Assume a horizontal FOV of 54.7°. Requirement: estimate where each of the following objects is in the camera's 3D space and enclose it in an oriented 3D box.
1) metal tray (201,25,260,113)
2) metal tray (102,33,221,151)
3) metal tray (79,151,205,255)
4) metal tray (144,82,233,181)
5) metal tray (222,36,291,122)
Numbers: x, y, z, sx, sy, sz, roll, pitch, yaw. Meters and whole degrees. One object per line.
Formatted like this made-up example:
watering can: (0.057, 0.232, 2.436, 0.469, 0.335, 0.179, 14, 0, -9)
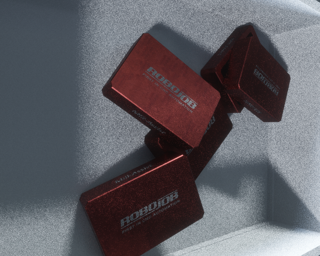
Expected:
metal tray: (0.130, -0.098, 0.514, 0.130, 0.030, 0.090, -51, 120, -28)
metal tray: (0.006, -0.043, 0.384, 0.130, 0.030, 0.090, 36, 63, -17)
metal tray: (-0.017, 0.094, 0.370, 0.131, 0.030, 0.089, -24, 106, -22)
metal tray: (0.046, 0.006, 0.445, 0.130, 0.030, 0.090, -49, 119, -29)
metal tray: (0.160, -0.074, 0.501, 0.131, 0.030, 0.090, 29, 72, -37)
